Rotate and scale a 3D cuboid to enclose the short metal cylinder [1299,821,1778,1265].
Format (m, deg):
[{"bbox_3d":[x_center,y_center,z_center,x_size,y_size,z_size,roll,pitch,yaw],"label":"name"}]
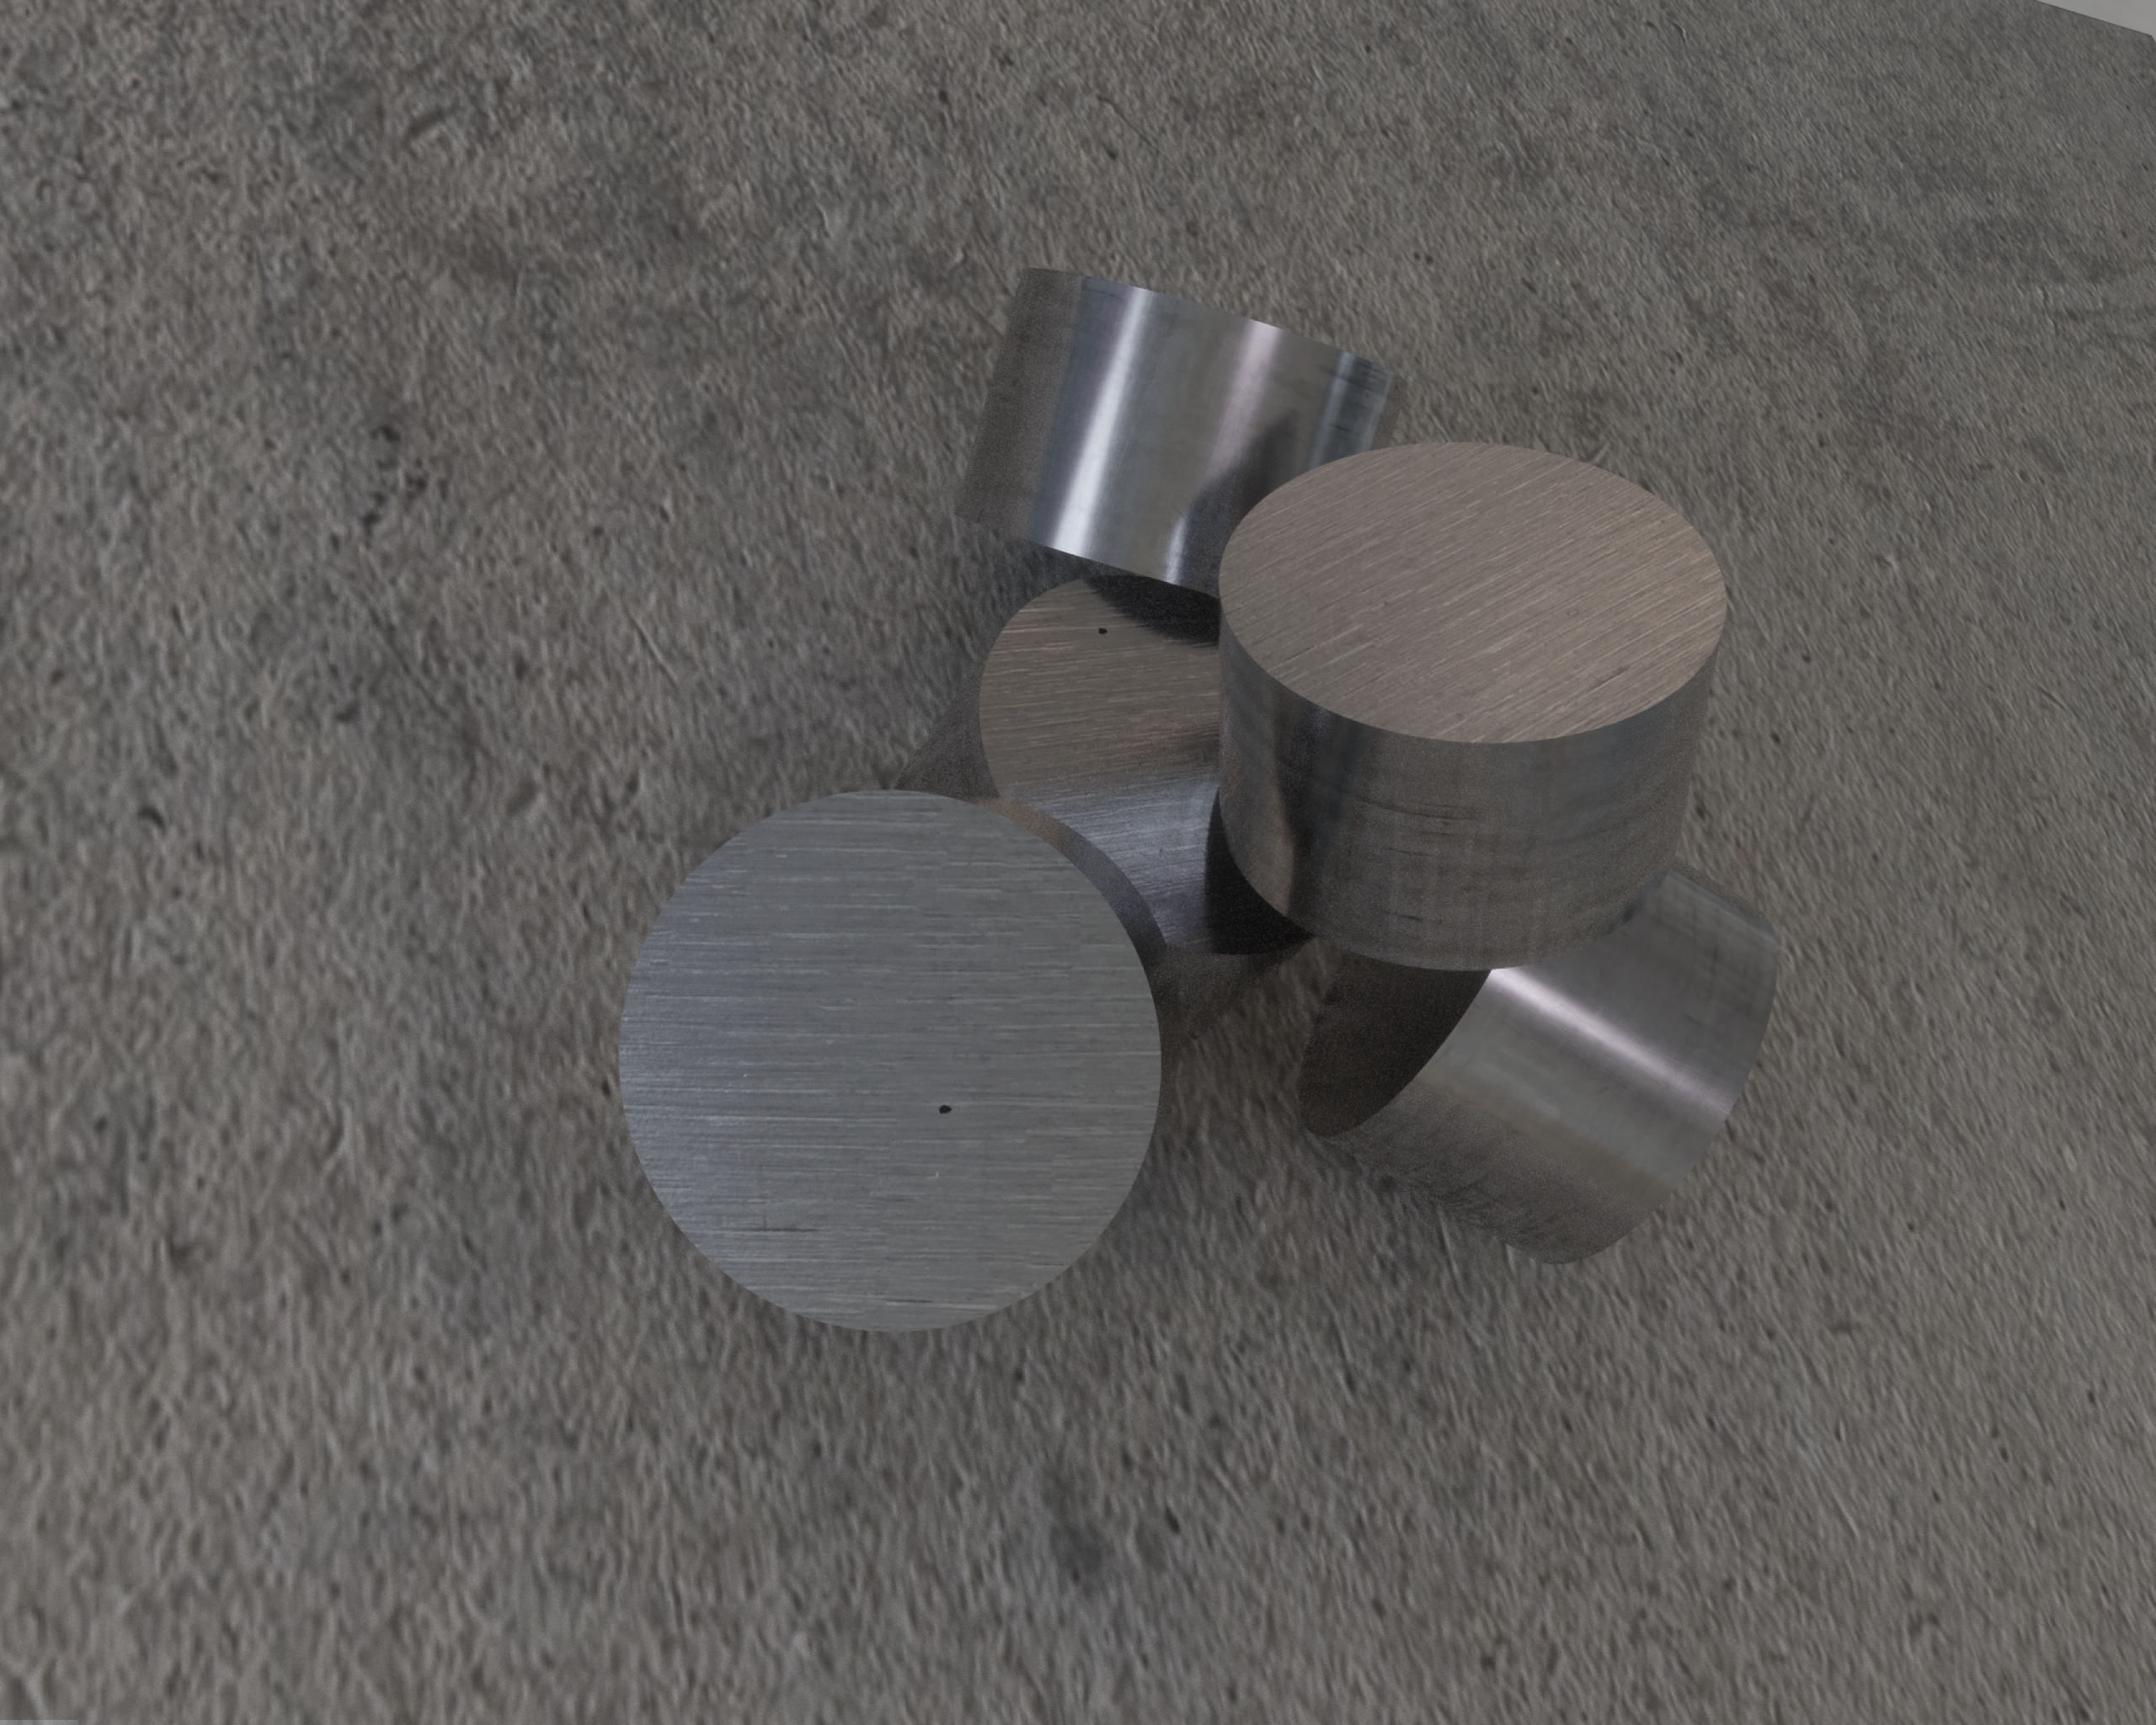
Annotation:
[{"bbox_3d":[0.086,0.029,0.397,0.050,0.080,0.080,31,52,-9],"label":"short metal cylinder"}]

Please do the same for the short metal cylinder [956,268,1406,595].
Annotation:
[{"bbox_3d":[0.021,-0.083,0.422,0.081,0.080,0.050,13,100,-21],"label":"short metal cylinder"}]

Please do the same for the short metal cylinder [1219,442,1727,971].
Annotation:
[{"bbox_3d":[0.064,-0.028,0.353,0.080,0.050,0.080,-2,44,2],"label":"short metal cylinder"}]

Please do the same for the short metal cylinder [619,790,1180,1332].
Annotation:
[{"bbox_3d":[-0.025,0.028,0.330,0.080,0.050,0.079,0,91,6],"label":"short metal cylinder"}]

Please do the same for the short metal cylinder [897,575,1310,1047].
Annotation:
[{"bbox_3d":[0.009,-0.007,0.397,0.081,0.050,0.080,14,56,-21],"label":"short metal cylinder"}]
